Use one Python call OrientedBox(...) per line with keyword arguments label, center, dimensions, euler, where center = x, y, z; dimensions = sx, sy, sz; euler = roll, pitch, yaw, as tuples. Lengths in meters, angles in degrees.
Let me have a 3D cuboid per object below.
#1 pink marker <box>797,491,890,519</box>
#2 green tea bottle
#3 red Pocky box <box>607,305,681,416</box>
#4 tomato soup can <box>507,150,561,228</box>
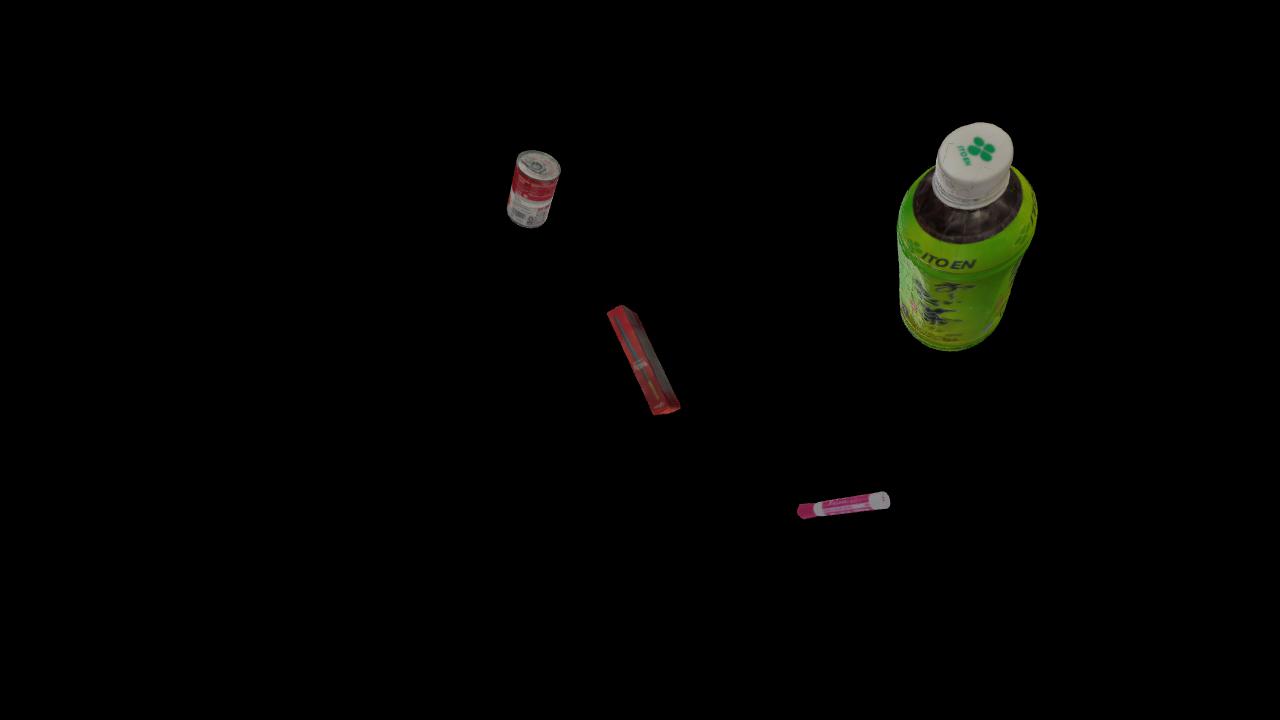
OrientedBox(label="pink marker", center=(0.234, 0.171, 0.720), dimensions=(0.020, 0.020, 0.121), euler=(0, -17, -39))
OrientedBox(label="green tea bottle", center=(0.190, -0.066, 0.369), dimensions=(0.073, 0.073, 0.212), euler=(0, -16, 26))
OrientedBox(label="red Pocky box", center=(0.006, 0.002, 0.844), dimensions=(0.028, 0.155, 0.083), euler=(-27, -10, 10))
OrientedBox(label="tomato soup can", center=(-0.167, -0.264, 0.958), dimensions=(0.068, 0.068, 0.101), euler=(0, -34, -22))
